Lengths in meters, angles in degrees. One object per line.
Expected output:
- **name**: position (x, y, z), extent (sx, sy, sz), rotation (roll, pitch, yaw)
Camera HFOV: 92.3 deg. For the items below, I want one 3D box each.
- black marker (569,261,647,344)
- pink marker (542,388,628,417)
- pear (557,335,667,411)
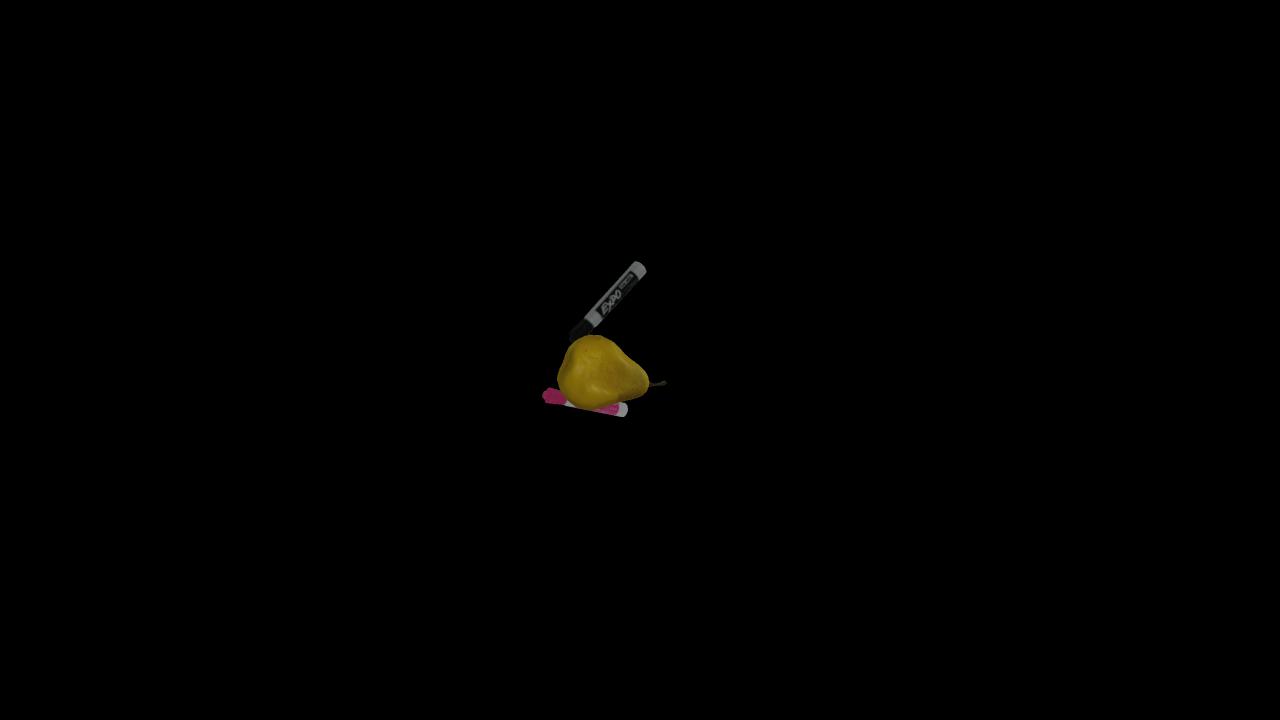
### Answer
- **black marker**: position (-0.036, -0.062, 0.677), extent (0.020, 0.121, 0.020), rotation (35, -21, 15)
- **pink marker**: position (-0.067, 0.052, 0.755), extent (0.121, 0.020, 0.020), rotation (15, -9, -39)
- **pear**: position (-0.030, 0.022, 0.653), extent (0.111, 0.080, 0.080), rotation (23, -7, -16)
